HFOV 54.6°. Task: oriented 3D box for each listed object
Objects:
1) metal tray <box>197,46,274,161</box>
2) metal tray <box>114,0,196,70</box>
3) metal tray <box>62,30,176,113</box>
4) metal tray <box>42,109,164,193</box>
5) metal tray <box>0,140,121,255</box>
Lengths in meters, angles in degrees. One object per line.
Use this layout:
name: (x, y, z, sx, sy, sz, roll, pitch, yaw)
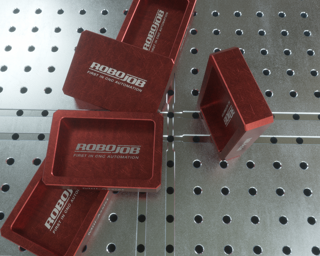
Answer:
metal tray: (0.080, -0.021, 0.364, 0.030, 0.130, 0.090, -18, 71, -6)
metal tray: (-0.006, -0.147, 0.462, 0.090, 0.030, 0.130, 17, 71, 6)
metal tray: (-0.054, -0.067, 0.416, 0.130, 0.030, 0.090, 20, 94, 7)
metal tray: (-0.063, 0.027, 0.366, 0.131, 0.030, 0.090, 2, 70, 1)
metal tray: (-0.114, 0.087, 0.376, 0.090, 0.030, 0.130, 24, 72, 8)
